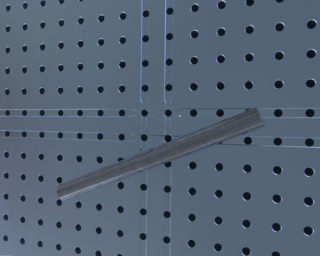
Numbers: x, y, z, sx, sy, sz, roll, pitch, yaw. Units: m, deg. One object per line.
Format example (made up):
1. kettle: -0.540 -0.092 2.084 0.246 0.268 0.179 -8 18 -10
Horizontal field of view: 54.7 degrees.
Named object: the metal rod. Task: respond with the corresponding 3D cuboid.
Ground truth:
1. metal rod: -0.013 0.041 0.416 0.300 0.025 0.025 -23 83 18
